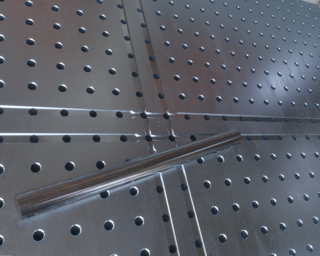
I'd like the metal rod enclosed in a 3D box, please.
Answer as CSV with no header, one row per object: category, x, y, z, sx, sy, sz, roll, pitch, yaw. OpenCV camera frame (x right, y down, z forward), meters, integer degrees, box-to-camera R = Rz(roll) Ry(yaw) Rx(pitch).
metal rod,-0.011,0.044,0.374,0.302,0.025,0.025,-14,69,-34
